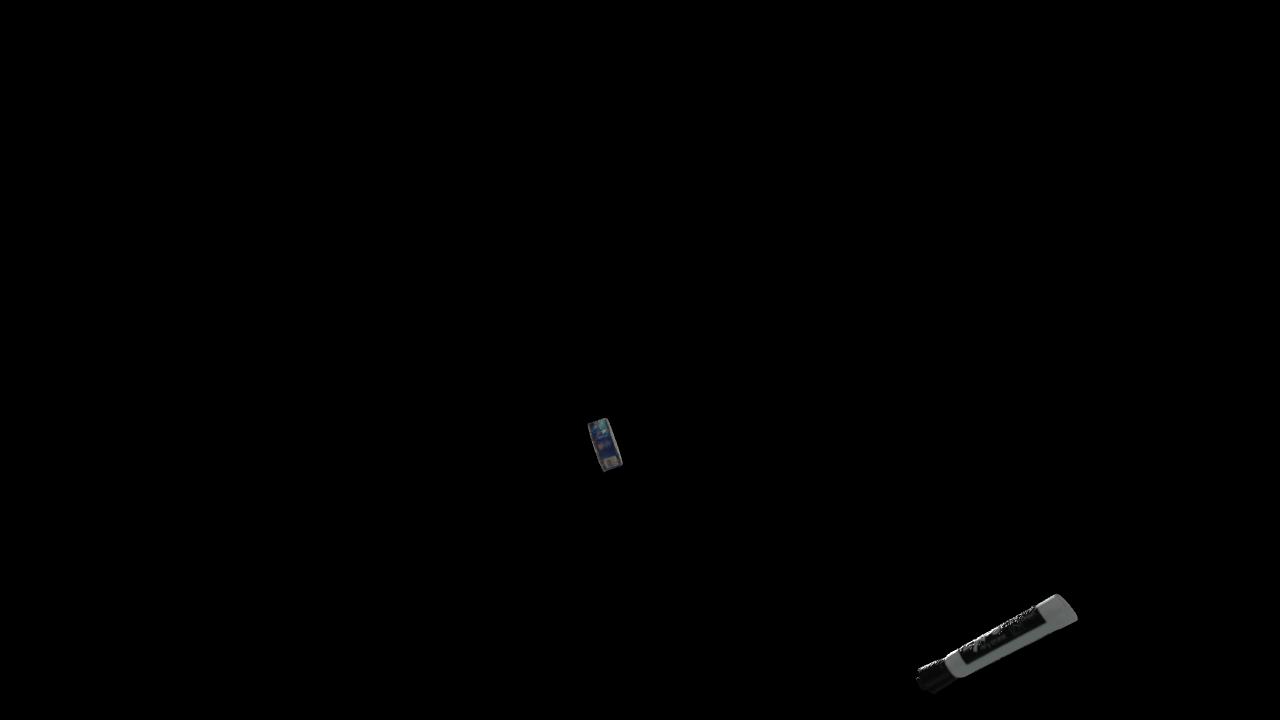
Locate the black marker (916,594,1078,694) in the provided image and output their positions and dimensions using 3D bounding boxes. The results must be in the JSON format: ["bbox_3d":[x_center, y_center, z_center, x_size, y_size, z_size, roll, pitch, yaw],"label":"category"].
[{"bbox_3d":[0.248,0.204,0.437,0.121,0.020,0.020,-46,-24,25],"label":"black marker"}]

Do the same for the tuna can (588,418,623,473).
[{"bbox_3d":[-0.056,0.137,0.999,0.034,0.084,0.084,-19,1,-2],"label":"tuna can"}]
